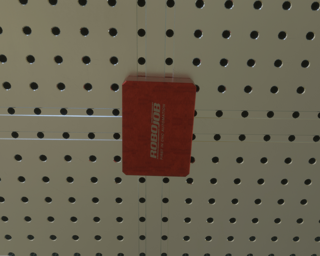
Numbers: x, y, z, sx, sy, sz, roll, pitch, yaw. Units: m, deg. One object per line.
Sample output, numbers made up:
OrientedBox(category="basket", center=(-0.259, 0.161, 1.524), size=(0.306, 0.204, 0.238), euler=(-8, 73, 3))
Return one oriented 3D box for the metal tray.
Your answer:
OrientedBox(category="metal tray", center=(-0.003, 0.000, 0.410), size=(0.091, 0.030, 0.129), euler=(2, 110, -1))
